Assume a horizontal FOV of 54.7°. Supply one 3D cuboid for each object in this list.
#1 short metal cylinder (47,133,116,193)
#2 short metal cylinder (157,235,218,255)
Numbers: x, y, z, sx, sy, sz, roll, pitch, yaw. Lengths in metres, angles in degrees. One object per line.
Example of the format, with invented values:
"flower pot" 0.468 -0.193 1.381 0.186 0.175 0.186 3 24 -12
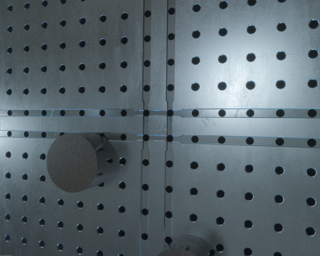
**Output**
"short metal cylinder" -0.110 0.047 0.438 0.080 0.050 0.079 0 90 20
"short metal cylinder" 0.032 0.182 0.388 0.080 0.050 0.079 0 90 20
